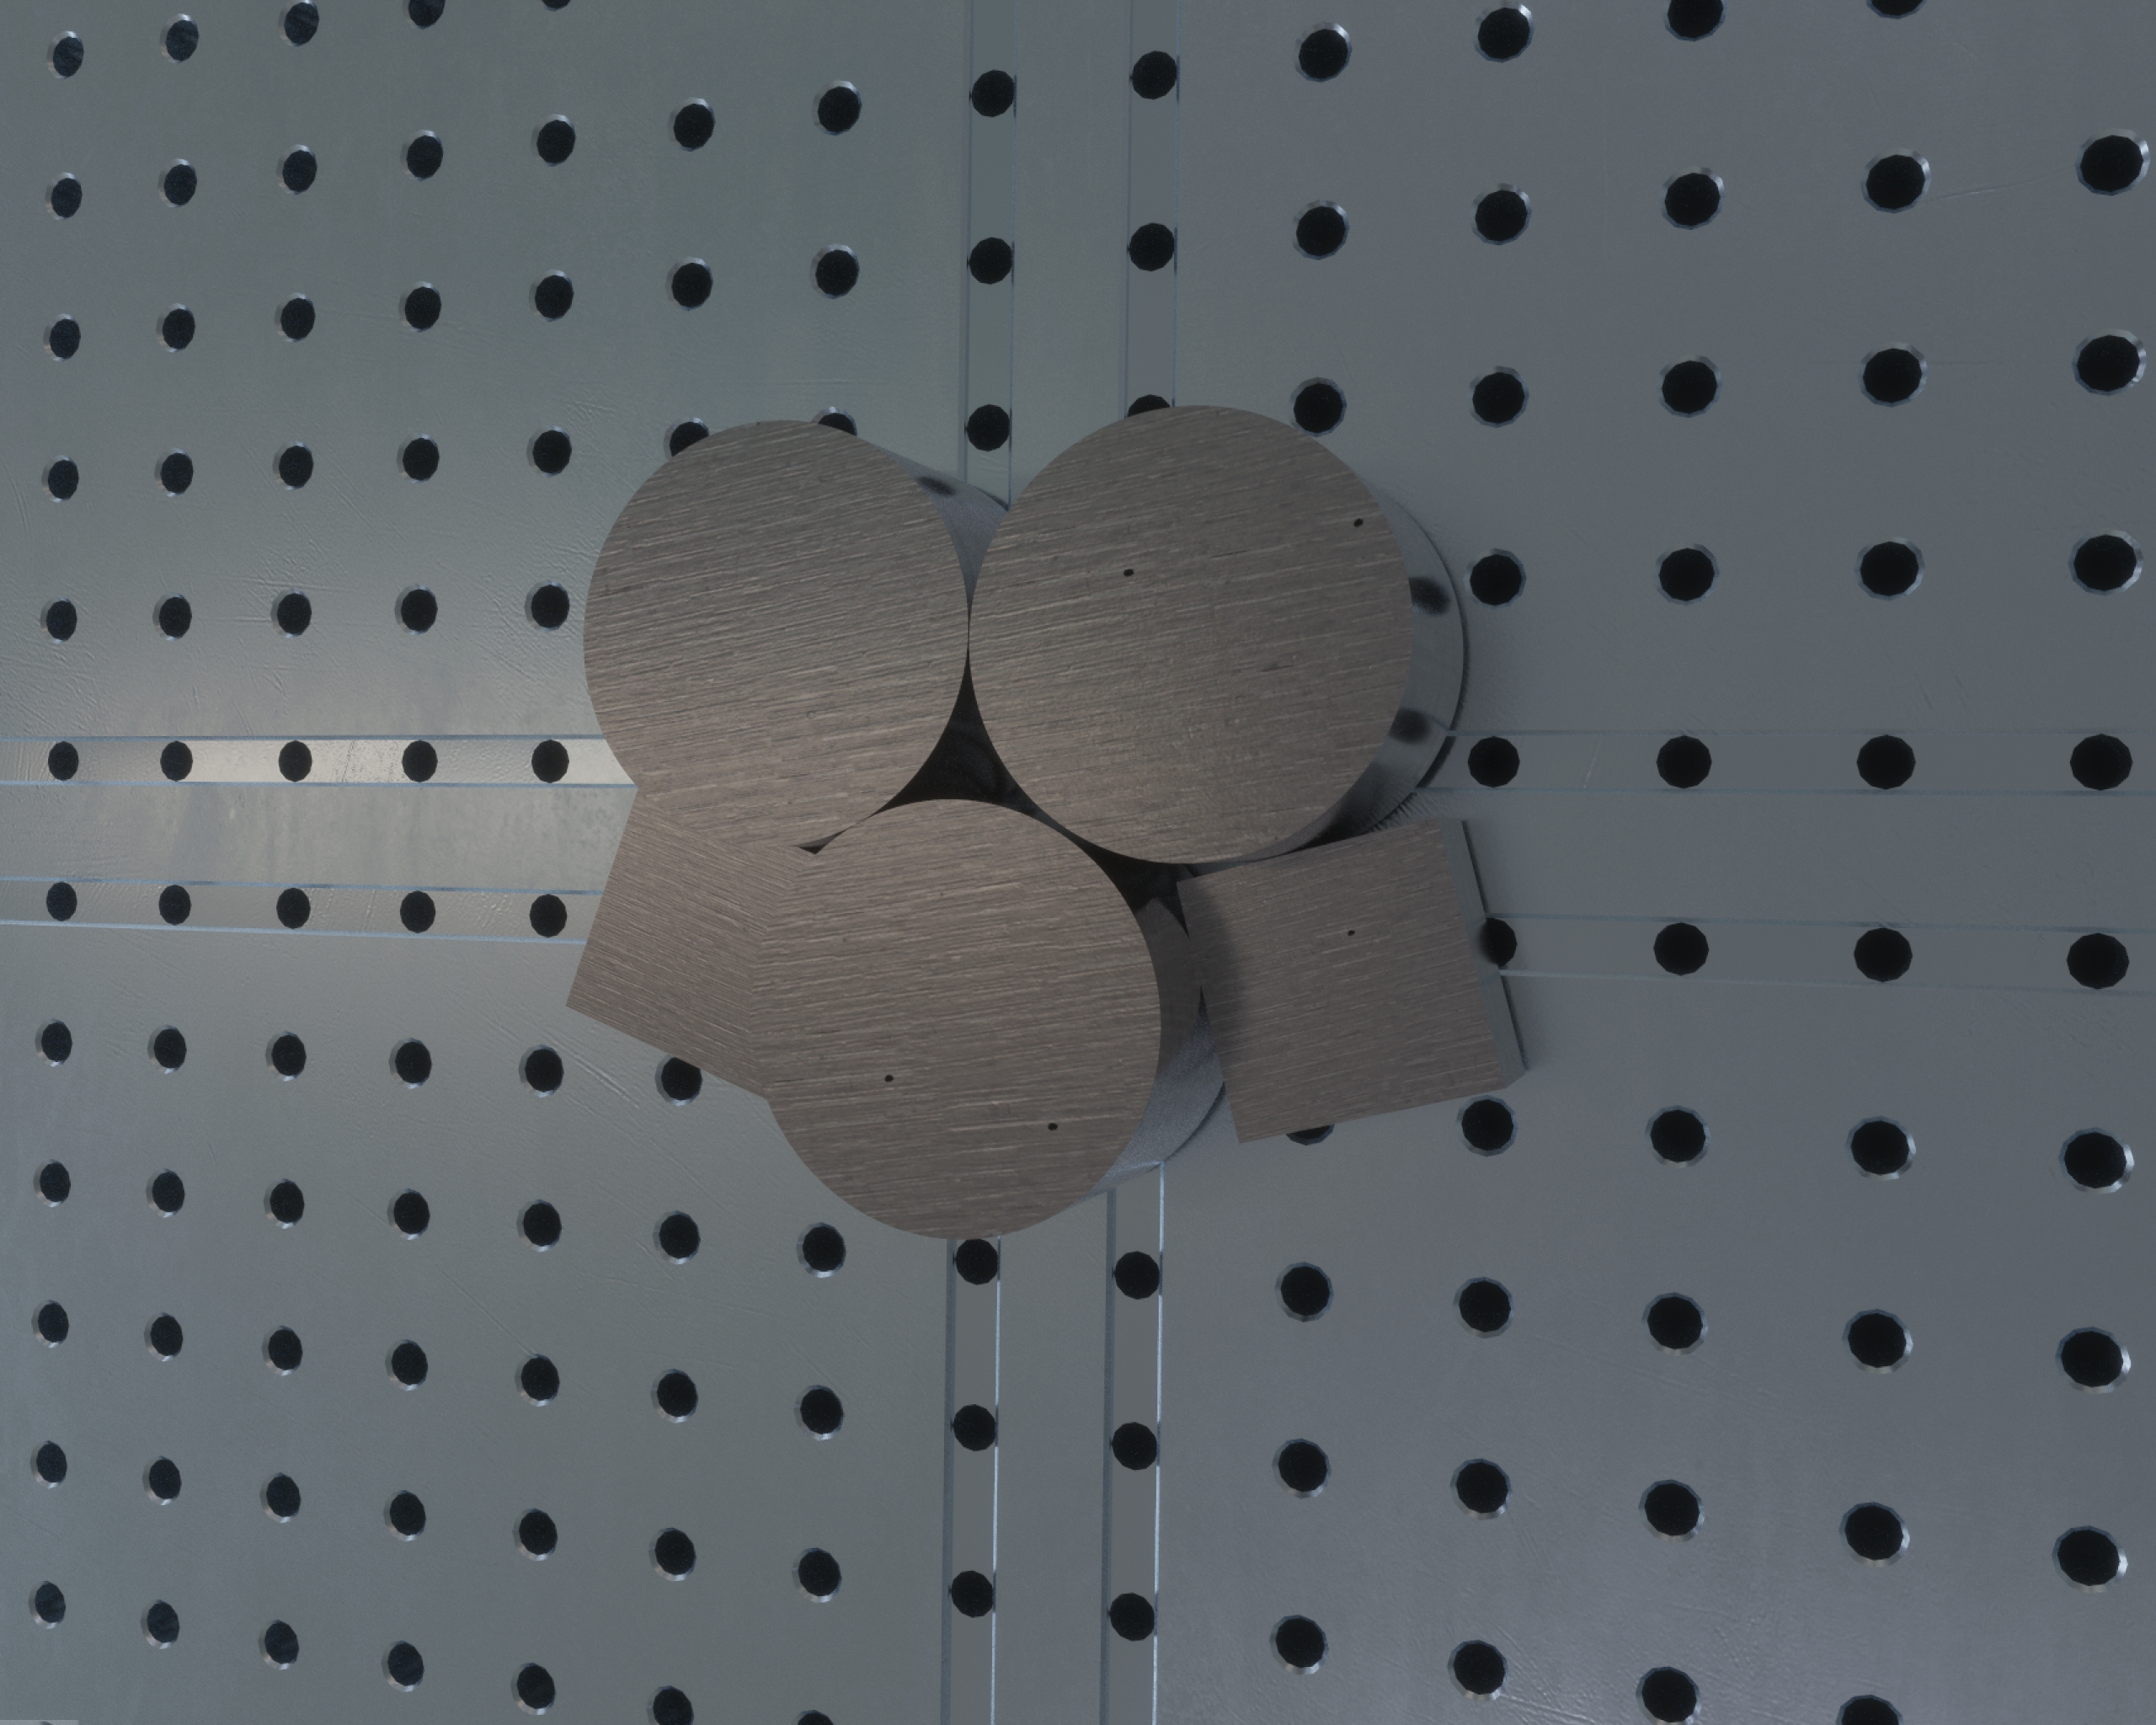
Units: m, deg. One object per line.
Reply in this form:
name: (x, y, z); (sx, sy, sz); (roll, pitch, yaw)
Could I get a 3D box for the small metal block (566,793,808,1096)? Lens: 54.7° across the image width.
small metal block: (-0.072, 0.015, 0.434); (0.050, 0.025, 0.050); (22, 97, 18)

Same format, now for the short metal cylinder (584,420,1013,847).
short metal cylinder: (-0.049, -0.043, 0.413); (0.080, 0.050, 0.079); (0, 90, 20)

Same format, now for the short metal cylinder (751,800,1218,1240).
short metal cylinder: (-0.015, 0.028, 0.401); (0.080, 0.050, 0.079); (0, 90, 20)

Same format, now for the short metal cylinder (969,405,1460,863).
short metal cylinder: (0.027, -0.040, 0.386); (0.080, 0.050, 0.079); (0, 90, 20)

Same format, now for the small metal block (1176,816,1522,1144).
small metal block: (0.051, 0.022, 0.391); (0.050, 0.025, 0.050); (-15, 85, 19)
